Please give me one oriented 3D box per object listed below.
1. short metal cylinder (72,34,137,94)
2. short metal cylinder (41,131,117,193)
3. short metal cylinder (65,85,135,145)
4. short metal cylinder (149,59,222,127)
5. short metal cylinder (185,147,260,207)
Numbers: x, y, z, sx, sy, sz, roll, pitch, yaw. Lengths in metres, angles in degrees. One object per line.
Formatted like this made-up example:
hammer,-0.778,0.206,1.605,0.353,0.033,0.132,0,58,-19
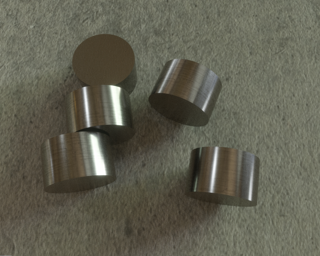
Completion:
short metal cylinder,-0.073,-0.080,0.423,0.081,0.050,0.080,0,70,0
short metal cylinder,-0.095,0.042,0.362,0.081,0.080,0.050,-11,71,-4
short metal cylinder,-0.074,-0.012,0.382,0.081,0.080,0.050,-9,71,-4
short metal cylinder,0.032,-0.043,0.395,0.080,0.080,0.050,21,72,7
short metal cylinder,0.072,0.058,0.359,0.080,0.080,0.050,10,70,3
